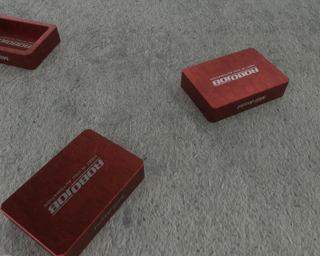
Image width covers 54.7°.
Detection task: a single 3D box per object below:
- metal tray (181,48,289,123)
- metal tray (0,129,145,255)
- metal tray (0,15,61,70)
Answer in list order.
[{"bbox_3d":[0.108,-0.067,0.457,0.131,0.030,0.090,-20,53,-17],"label":"metal tray"},{"bbox_3d":[-0.090,0.068,0.342,0.090,0.030,0.131,28,55,21],"label":"metal tray"},{"bbox_3d":[-0.249,-0.148,0.521,0.131,0.030,0.090,13,51,11],"label":"metal tray"}]
